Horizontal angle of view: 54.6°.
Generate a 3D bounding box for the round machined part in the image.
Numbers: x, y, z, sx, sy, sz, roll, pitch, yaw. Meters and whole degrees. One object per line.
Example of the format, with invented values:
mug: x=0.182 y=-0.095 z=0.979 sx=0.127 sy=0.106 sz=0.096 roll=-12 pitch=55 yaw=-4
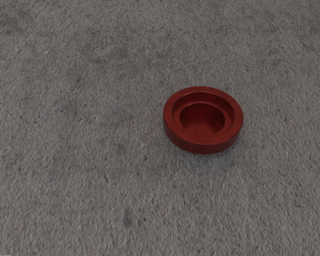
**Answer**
round machined part: x=0.053 y=-0.005 z=0.397 sx=0.099 sy=0.042 sz=0.098 roll=0 pitch=50 yaw=0
